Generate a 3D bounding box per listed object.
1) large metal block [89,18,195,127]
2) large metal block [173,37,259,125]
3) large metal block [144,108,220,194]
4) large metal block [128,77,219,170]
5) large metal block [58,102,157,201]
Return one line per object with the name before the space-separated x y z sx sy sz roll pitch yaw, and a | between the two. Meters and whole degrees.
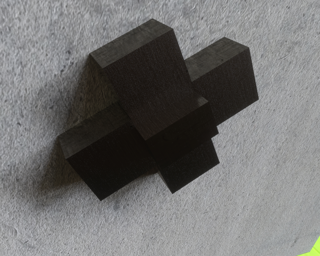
large metal block | -0.018 -0.061 0.345 0.080 0.050 0.080 -32 129 -8
large metal block | 0.073 -0.057 0.398 0.080 0.050 0.080 -32 129 -8
large metal block | 0.027 0.030 0.426 0.080 0.050 0.080 -32 129 -8
large metal block | 0.010 -0.009 0.374 0.080 0.080 0.050 -32 129 -8
large metal block | -0.062 0.028 0.376 0.080 0.050 0.080 -32 129 -8
